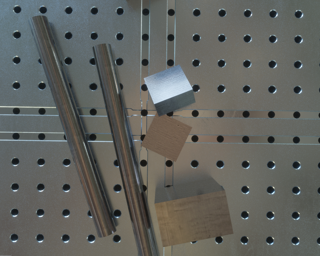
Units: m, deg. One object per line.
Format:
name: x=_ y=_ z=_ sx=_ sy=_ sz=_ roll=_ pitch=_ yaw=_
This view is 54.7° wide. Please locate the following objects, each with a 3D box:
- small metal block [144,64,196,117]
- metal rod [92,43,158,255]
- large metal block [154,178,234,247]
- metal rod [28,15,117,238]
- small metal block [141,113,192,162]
small metal block: x=0.012 y=-0.049 z=0.400 sx=0.050 sy=0.025 sz=0.050 roll=-21 pitch=52 yaw=0
metal rod: x=-0.045 y=0.037 z=0.412 sx=0.025 sy=0.025 sz=0.298 roll=-13 pitch=90 yaw=0
large metal block: x=0.038 y=0.101 z=0.386 sx=0.080 sy=0.080 sz=0.050 roll=-11 pitch=90 yaw=0
metal rod: x=-0.116 y=-0.002 z=0.412 sx=0.025 sy=0.025 sz=0.298 roll=-18 pitch=90 yaw=0
small metal block: x=0.008 y=0.011 z=0.413 sx=0.050 sy=0.025 sz=0.050 roll=25 pitch=90 yaw=0
